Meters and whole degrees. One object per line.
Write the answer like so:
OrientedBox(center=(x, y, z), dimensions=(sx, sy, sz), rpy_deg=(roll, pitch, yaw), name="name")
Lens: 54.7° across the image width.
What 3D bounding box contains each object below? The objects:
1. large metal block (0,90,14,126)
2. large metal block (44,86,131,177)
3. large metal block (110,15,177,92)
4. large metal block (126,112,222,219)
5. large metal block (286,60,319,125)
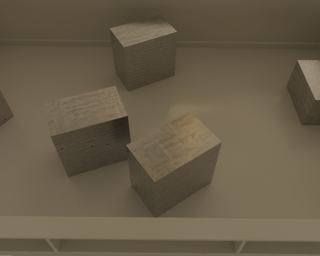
OrientedBox(center=(-0.247, -0.027, 0.389), dimensions=(0.050, 0.080, 0.080), rpy_deg=(27, 55, 20), name="large metal block")
OrientedBox(center=(-0.081, 0.005, 0.364), dimensions=(0.081, 0.080, 0.050), rpy_deg=(-16, 52, -13), name="large metal block")
OrientedBox(center=(-0.024, -0.111, 0.463), dimensions=(0.081, 0.080, 0.050), rpy_deg=(-22, 54, -18), name="large metal block")
OrientedBox(center=(0.014, 0.041, 0.335), dimensions=(0.081, 0.080, 0.050), rpy_deg=(-28, 56, -22), name="large metal block")
OrientedBox(center=(0.236, -0.050, 0.434), dimensions=(0.081, 0.050, 0.080), rpy_deg=(0, 50, 0), name="large metal block")
